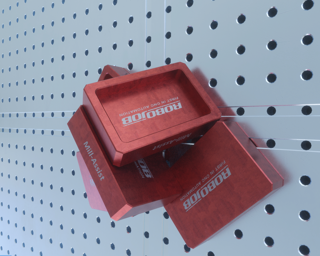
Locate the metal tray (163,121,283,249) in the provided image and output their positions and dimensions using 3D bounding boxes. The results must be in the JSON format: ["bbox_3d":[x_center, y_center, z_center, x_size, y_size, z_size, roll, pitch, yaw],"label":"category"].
[{"bbox_3d":[0.059,0.065,0.355,0.129,0.030,0.090,-48,62,29],"label":"metal tray"}]

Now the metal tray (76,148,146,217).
[{"bbox_3d":[-0.068,0.069,0.429,0.130,0.030,0.089,-12,93,54],"label":"metal tray"}]

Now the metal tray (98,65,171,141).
[{"bbox_3d":[-0.049,-0.020,0.444,0.130,0.030,0.089,43,116,31],"label":"metal tray"}]

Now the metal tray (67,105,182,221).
[{"bbox_3d":[-0.040,0.033,0.358,0.030,0.091,0.130,-46,63,30],"label":"metal tray"}]

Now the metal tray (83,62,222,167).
[{"bbox_3d":[-0.008,-0.021,0.346,0.090,0.131,0.030,59,151,23],"label":"metal tray"}]
